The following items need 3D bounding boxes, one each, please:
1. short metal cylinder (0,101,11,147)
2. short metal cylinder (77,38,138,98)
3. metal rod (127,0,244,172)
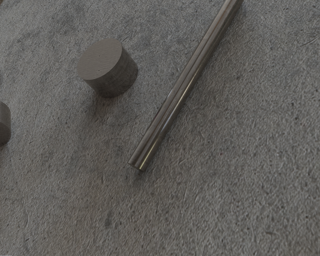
[{"bbox_3d":[-0.300,-0.007,0.530,0.080,0.080,0.050,-29,52,9],"label":"short metal cylinder"},{"bbox_3d":[-0.082,-0.094,0.488,0.080,0.050,0.080,-13,56,21],"label":"short metal cylinder"},{"bbox_3d":[0.043,-0.075,0.427,0.025,0.025,0.300,20,72,35],"label":"metal rod"}]
